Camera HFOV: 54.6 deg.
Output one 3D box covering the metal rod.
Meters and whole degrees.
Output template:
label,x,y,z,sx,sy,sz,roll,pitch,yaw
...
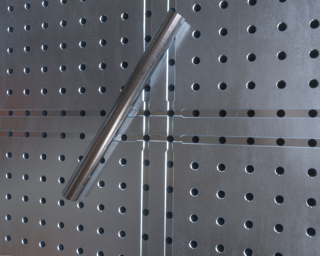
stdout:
label,x,y,z,sx,sy,sz,roll,pitch,yaw
metal rod,-0.056,-0.024,0.432,0.025,0.025,0.299,35,101,16
